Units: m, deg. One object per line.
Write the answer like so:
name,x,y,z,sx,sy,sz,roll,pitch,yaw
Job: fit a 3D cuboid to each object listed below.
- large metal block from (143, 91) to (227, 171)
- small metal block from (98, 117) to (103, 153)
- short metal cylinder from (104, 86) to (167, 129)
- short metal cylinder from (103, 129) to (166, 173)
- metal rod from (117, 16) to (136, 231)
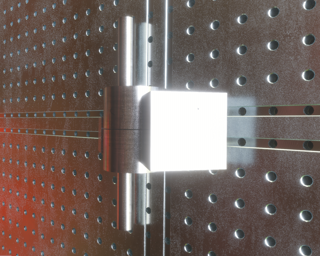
large metal block,0.025,0.003,0.338,0.050,0.081,0.079,-175,85,-78
small metal block,-0.075,0.010,0.452,0.050,0.025,0.050,180,91,-75
short metal cylinder,-0.031,-0.024,0.393,0.080,0.081,0.050,1,91,40
short metal cylinder,-0.031,0.027,0.394,0.080,0.081,0.050,1,91,40
metal rod,-0.048,-0.006,0.443,0.025,0.025,0.298,1,90,40
